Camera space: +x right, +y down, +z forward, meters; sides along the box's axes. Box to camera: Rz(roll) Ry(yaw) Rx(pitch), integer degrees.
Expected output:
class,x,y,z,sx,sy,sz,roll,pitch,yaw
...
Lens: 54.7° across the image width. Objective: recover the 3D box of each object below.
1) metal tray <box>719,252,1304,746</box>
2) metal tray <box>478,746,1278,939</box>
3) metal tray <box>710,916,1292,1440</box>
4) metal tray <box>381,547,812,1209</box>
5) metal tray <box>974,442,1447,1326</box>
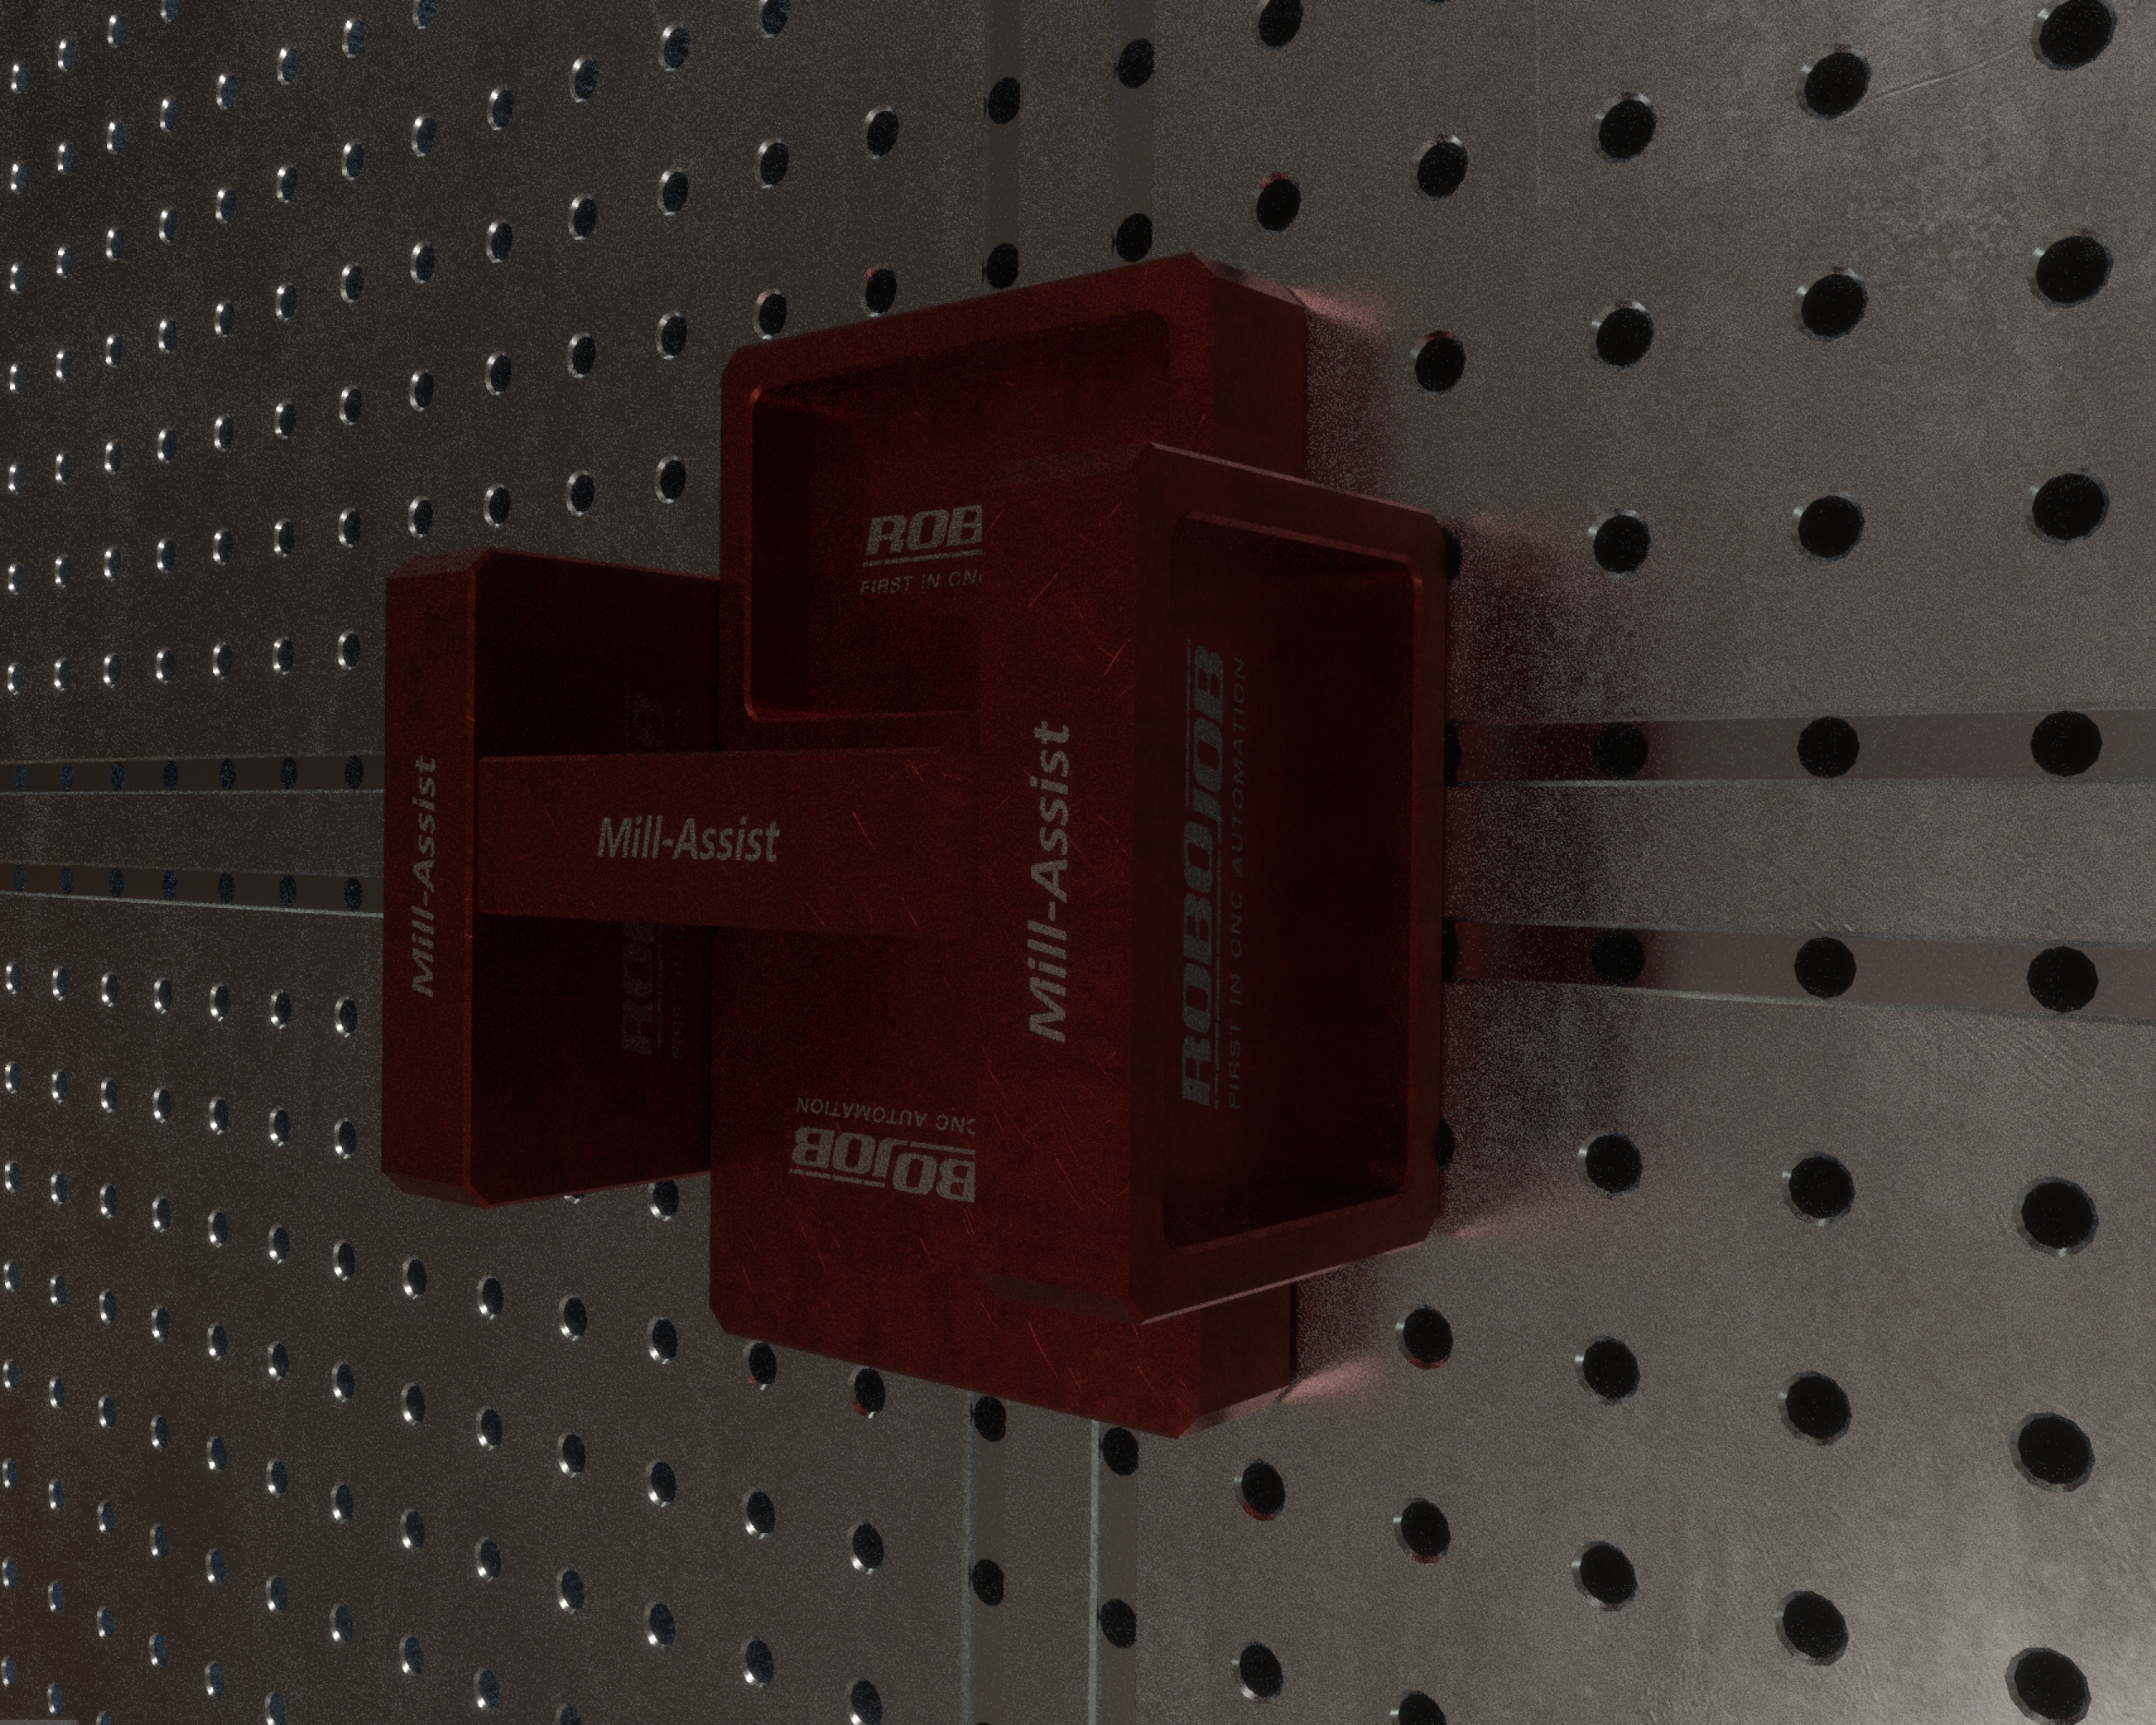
class,x,y,z,sx,sy,sz,roll,pitch,yaw
metal tray,-0.018,-0.064,0.418,0.130,0.030,0.089,1,91,39
metal tray,-0.039,-0.004,0.395,0.130,0.091,0.030,1,91,39
metal tray,-0.020,0.057,0.418,0.130,0.030,0.089,1,91,39
metal tray,-0.100,0.003,0.446,0.030,0.091,0.129,1,91,40
metal tray,0.025,0.003,0.344,0.030,0.091,0.129,1,91,40
